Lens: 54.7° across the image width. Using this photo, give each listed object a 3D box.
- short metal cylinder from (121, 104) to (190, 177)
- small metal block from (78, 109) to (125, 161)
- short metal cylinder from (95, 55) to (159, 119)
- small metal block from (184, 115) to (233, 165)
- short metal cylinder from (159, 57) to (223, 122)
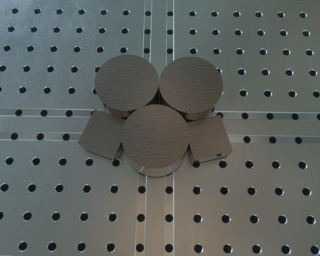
[{"bbox_3d":[-0.005,0.017,0.388,0.081,0.050,0.080,0,70,0],"label":"short metal cylinder"},{"bbox_3d":[-0.070,0.009,0.404,0.050,0.025,0.050,20,71,7],"label":"small metal block"},{"bbox_3d":[-0.042,-0.050,0.412,0.081,0.050,0.080,0,70,0],"label":"short metal cylinder"},{"bbox_3d":[0.060,0.015,0.403,0.050,0.025,0.050,-13,71,-5],"label":"small metal block"},{"bbox_3d":[0.039,-0.047,0.412,0.081,0.050,0.080,0,70,0],"label":"short metal cylinder"}]
